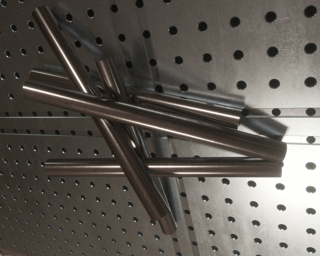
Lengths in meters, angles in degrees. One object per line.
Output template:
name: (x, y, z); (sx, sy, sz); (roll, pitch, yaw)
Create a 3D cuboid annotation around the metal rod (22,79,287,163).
metal rod: (-0.008, -0.009, 0.356); (0.302, 0.025, 0.025); (14, 126, 2)

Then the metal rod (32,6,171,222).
metal rod: (-0.076, -0.022, 0.384); (0.025, 0.025, 0.299); (-36, 83, 38)

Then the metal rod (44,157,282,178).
metal rod: (-0.005, 0.050, 0.397); (0.301, 0.025, 0.025); (-2, 119, 12)

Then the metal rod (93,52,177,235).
metal rod: (-0.024, 0.041, 0.426); (0.025, 0.025, 0.298); (0, 125, 28)

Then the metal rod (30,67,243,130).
metal rod: (-0.045, -0.043, 0.406); (0.301, 0.025, 0.025); (14, 124, 20)
